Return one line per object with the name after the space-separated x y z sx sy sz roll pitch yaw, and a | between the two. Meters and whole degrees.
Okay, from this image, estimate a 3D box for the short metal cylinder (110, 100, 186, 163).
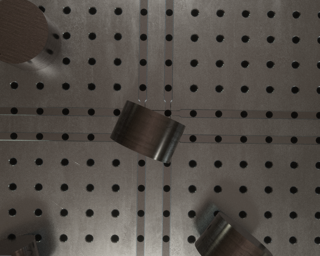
-0.015 0.005 0.386 0.080 0.080 0.050 24 90 -1 | short metal cylinder

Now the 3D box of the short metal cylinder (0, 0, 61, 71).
-0.175 -0.117 0.399 0.081 0.050 0.079 0 90 -1 | short metal cylinder

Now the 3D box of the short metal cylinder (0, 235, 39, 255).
-0.191 0.173 0.384 0.080 0.080 0.050 -13 90 0 | short metal cylinder

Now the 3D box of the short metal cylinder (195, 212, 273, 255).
0.091 0.151 0.387 0.080 0.080 0.050 37 90 -1 | short metal cylinder
